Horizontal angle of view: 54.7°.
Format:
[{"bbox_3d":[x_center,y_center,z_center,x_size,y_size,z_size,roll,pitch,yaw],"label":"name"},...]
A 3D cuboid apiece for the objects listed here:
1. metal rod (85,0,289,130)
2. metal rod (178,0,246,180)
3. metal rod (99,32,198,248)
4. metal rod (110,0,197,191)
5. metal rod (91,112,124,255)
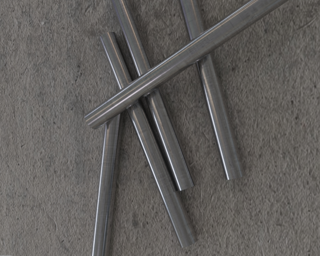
[{"bbox_3d":[0.030,-0.085,0.370,0.300,0.025,0.025,-32,80,17],"label":"metal rod"},{"bbox_3d":[0.056,-0.085,0.389,0.025,0.025,0.298,-16,85,19],"label":"metal rod"},{"bbox_3d":[-0.018,0.010,0.415,0.025,0.025,0.299,-24,82,18],"label":"metal rod"},{"bbox_3d":[-0.015,-0.063,0.414,0.025,0.025,0.299,-22,83,19],"label":"metal rod"},{"bbox_3d":[-0.078,0.114,0.436,0.025,0.025,0.298,7,92,20],"label":"metal rod"}]
